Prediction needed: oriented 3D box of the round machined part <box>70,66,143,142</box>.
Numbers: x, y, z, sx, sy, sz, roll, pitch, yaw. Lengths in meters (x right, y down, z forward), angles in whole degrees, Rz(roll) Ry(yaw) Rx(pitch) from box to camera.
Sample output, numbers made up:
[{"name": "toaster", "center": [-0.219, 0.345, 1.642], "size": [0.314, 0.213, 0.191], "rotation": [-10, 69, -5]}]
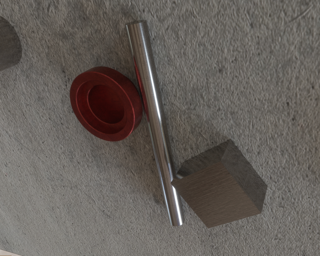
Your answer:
[{"name": "round machined part", "center": [-0.065, -0.034, 0.406], "size": [0.098, 0.042, 0.097], "rotation": [14, 125, 22]}]

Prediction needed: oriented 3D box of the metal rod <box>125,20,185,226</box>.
[{"name": "metal rod", "center": [-0.001, 0.012, 0.413], "size": [0.025, 0.025, 0.298], "rotation": [3, 120, 26]}]

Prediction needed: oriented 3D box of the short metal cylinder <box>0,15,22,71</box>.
[{"name": "short metal cylinder", "center": [-0.249, -0.119, 0.446], "size": [0.080, 0.050, 0.079], "rotation": [13, 124, 20]}]

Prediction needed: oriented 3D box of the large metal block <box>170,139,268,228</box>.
[{"name": "large metal block", "center": [0.076, 0.073, 0.395], "size": [0.080, 0.050, 0.080], "rotation": [-32, 101, 38]}]
